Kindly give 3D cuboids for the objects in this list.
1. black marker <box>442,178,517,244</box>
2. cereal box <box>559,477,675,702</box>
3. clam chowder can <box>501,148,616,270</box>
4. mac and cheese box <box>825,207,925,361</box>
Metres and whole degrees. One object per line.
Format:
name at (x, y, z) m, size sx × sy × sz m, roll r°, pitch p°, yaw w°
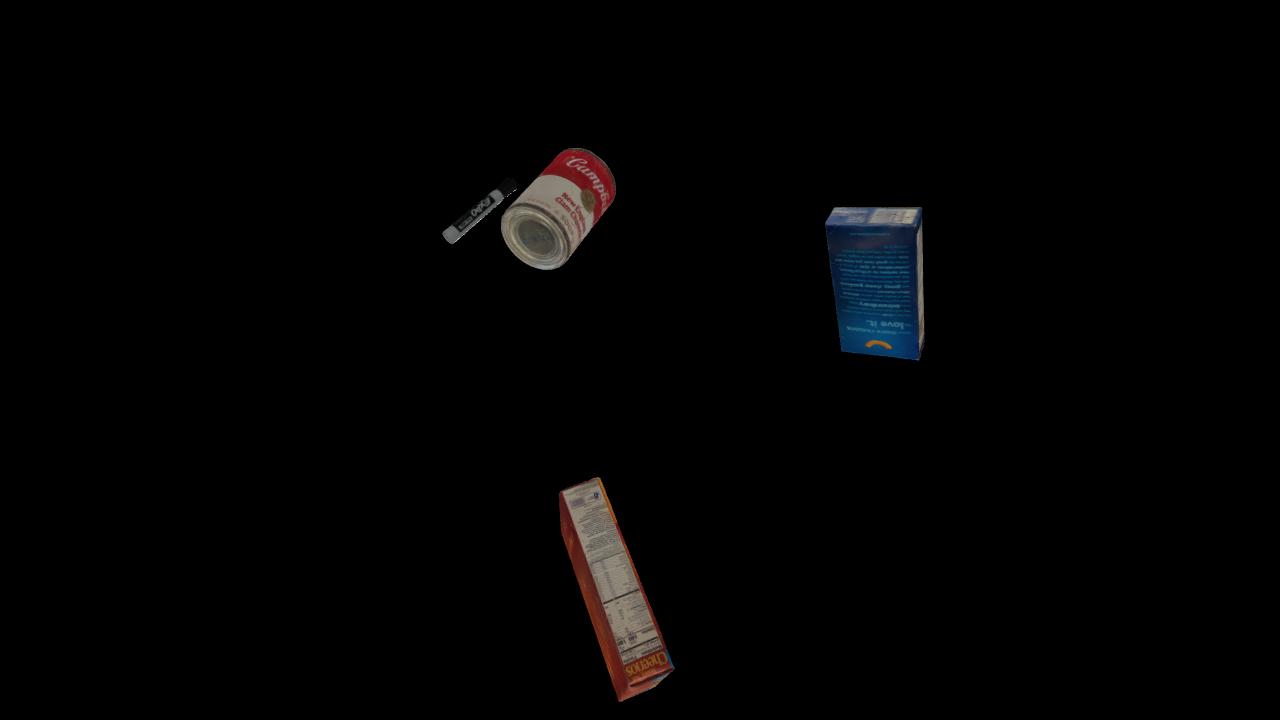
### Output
black marker at (-0.203, -0.194, 0.791) m, size 0.121 × 0.020 × 0.020 m, roll -48°, pitch 21°, yaw -20°
cereal box at (-0.048, 0.369, 0.986) m, size 0.081 × 0.306 × 0.203 m, roll -17°, pitch -31°, yaw -17°
clam chowder can at (-0.072, -0.137, 0.555) m, size 0.068 × 0.068 × 0.102 m, roll 0°, pitch 43°, yaw 31°
mac and cheese box at (0.267, -0.083, 0.692) m, size 0.093 × 0.184 × 0.041 m, roll 8°, pitch 47°, yaw 32°
